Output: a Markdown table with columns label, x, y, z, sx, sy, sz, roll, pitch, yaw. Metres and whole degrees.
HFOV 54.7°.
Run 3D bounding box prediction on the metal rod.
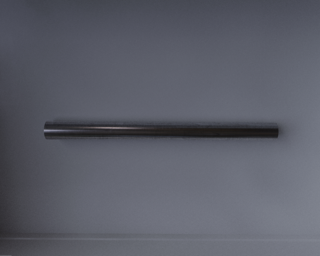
| label | x | y | z | sx | sy | sz | roll | pitch | yaw |
| --- | --- | --- | --- | --- | --- | --- | --- | --- | --- |
| metal rod | 0.002 | 0.004 | 0.411 | 0.302 | 0.025 | 0.025 | 0 | 110 | -1 |
